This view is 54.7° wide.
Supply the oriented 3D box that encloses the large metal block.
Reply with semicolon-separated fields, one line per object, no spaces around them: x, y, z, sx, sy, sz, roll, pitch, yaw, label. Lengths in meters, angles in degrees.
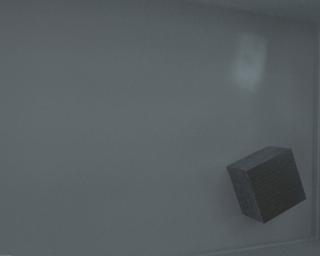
0.157;0.080;0.457;0.081;0.050;0.080;-22;98;-19;large metal block
